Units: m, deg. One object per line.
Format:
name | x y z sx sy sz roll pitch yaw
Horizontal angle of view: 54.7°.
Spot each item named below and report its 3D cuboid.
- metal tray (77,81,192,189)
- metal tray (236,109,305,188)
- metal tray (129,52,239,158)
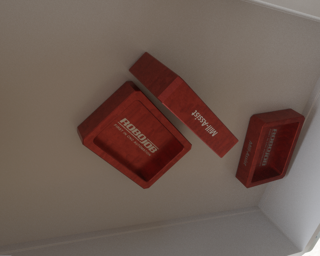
metal tray | -0.028 0.014 0.398 0.090 0.030 0.130 -43 129 2
metal tray | 0.186 0.035 0.528 0.091 0.030 0.129 -9 123 -24
metal tray | 0.029 -0.026 0.366 0.030 0.090 0.130 -46 129 4
